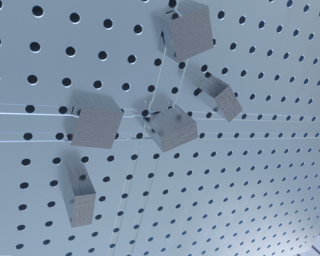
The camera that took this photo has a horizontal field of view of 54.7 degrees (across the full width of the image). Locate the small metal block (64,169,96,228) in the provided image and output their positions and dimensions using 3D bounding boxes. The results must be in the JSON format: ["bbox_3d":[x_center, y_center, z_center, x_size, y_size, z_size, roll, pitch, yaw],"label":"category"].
[{"bbox_3d":[-0.103,0.089,0.395,0.025,0.050,0.050,-2,119,-28],"label":"small metal block"}]

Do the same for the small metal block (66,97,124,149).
[{"bbox_3d":[-0.077,-0.005,0.367,0.050,0.025,0.050,8,114,-33],"label":"small metal block"}]

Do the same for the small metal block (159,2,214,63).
[{"bbox_3d":[0.032,-0.111,0.361,0.050,0.025,0.050,-26,128,-13],"label":"small metal block"}]

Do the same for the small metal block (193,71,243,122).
[{"bbox_3d":[0.078,-0.042,0.414,0.025,0.050,0.050,-42,130,0],"label":"small metal block"}]

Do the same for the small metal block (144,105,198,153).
[{"bbox_3d":[0.014,0.000,0.404,0.050,0.050,0.025,-22,127,-15],"label":"small metal block"}]
